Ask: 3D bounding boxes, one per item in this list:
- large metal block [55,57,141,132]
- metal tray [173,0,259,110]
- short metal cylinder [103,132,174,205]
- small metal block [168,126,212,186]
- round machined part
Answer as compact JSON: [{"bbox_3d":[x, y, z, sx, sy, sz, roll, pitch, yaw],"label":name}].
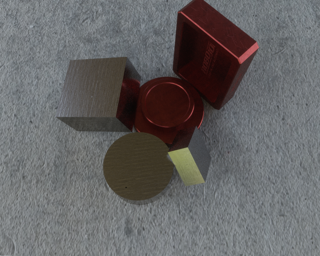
[{"bbox_3d":[-0.076,-0.041,0.397,0.080,0.050,0.080,1,69,18],"label":"large metal block"},{"bbox_3d":[0.060,-0.084,0.384,0.030,0.130,0.090,-43,76,-14],"label":"metal tray"},{"bbox_3d":[-0.025,0.051,0.378,0.081,0.050,0.080,0,70,0],"label":"short metal cylinder"},{"bbox_3d":[0.037,0.033,0.373,0.025,0.050,0.050,-17,112,26],"label":"small metal block"},{"bbox_3d":[0.009,-0.026,0.411,0.099,0.042,0.098,0,70,-1],"label":"round machined part"}]
